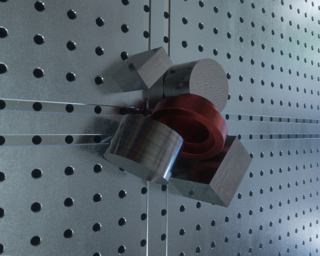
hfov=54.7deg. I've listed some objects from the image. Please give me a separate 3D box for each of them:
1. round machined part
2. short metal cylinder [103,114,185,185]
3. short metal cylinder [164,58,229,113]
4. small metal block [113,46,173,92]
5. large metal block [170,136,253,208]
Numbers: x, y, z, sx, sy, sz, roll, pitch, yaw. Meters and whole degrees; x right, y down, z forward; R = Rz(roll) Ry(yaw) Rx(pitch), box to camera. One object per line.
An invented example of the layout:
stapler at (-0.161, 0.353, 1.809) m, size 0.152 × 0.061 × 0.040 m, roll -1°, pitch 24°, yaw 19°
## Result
round machined part at (0.038, -0.006, 0.396) m, size 0.098 × 0.098 × 0.042 m, roll 49°, pitch 49°, yaw -30°
short metal cylinder at (-0.018, 0.026, 0.360) m, size 0.080 × 0.080 × 0.050 m, roll 38°, pitch 67°, yaw -34°
short metal cylinder at (0.052, -0.054, 0.438) m, size 0.081 × 0.050 × 0.079 m, roll 0°, pitch 90°, yaw -40°
small metal block at (-0.021, -0.070, 0.377) m, size 0.050 × 0.050 × 0.025 m, roll -50°, pitch 120°, yaw -29°
large metal block at (0.068, 0.056, 0.434) m, size 0.050 × 0.080 × 0.080 m, roll 51°, pitch 60°, yaw -28°
